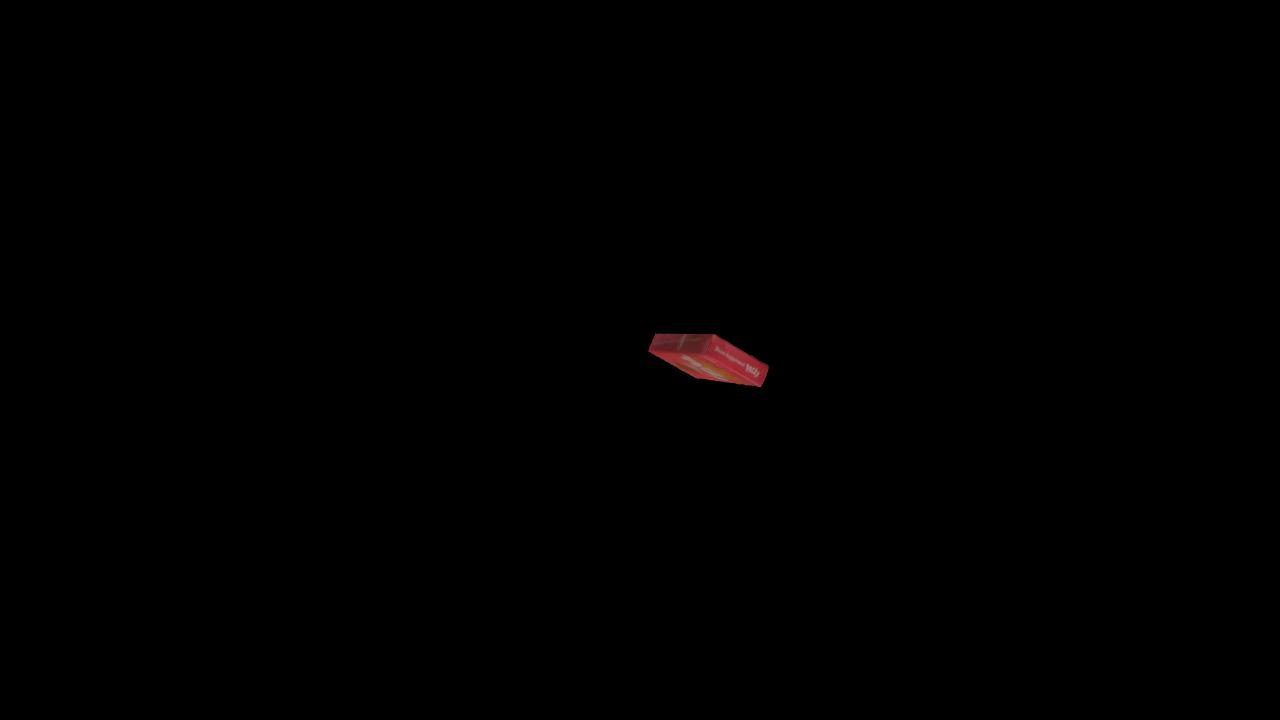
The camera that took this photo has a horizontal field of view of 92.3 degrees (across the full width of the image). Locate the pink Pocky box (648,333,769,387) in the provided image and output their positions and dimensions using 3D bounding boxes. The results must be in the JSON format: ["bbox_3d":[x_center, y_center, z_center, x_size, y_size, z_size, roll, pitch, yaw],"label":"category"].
[{"bbox_3d":[0.078,-0.002,0.741,0.084,0.029,0.155,28,-9,-22],"label":"pink Pocky box"}]
